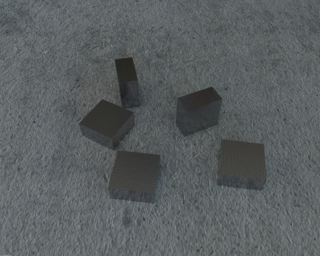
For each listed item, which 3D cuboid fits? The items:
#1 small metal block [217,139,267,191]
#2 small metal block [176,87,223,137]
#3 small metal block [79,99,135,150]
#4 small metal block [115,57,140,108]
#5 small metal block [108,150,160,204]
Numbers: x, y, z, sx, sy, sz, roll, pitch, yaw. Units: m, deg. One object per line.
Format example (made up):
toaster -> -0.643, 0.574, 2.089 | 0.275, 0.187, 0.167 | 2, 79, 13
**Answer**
small metal block -> 0.096, 0.043, 0.367 | 0.050, 0.025, 0.050 | 7, 50, 5
small metal block -> 0.050, -0.021, 0.405 | 0.050, 0.050, 0.025 | -19, 53, -16
small metal block -> -0.068, -0.005, 0.407 | 0.050, 0.025, 0.050 | 23, 54, 18
small metal block -> -0.046, -0.064, 0.440 | 0.025, 0.050, 0.050 | -9, 51, -7
small metal block -> -0.028, 0.056, 0.356 | 0.050, 0.025, 0.050 | 6, 50, 5
